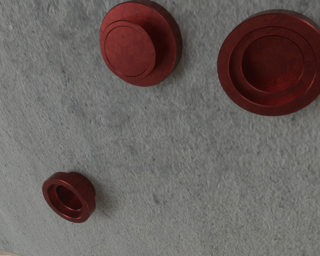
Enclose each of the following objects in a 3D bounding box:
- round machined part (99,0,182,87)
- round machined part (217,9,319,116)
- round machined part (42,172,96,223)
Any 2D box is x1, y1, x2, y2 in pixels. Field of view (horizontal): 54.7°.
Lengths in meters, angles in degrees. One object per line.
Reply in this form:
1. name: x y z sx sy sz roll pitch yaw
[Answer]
1. round machined part: -0.028 -0.092 0.352 0.098 0.042 0.097 13 124 20
2. round machined part: 0.109 -0.064 0.299 0.098 0.042 0.097 13 124 20
3. round machined part: -0.154 0.116 0.547 0.098 0.042 0.097 13 124 20
